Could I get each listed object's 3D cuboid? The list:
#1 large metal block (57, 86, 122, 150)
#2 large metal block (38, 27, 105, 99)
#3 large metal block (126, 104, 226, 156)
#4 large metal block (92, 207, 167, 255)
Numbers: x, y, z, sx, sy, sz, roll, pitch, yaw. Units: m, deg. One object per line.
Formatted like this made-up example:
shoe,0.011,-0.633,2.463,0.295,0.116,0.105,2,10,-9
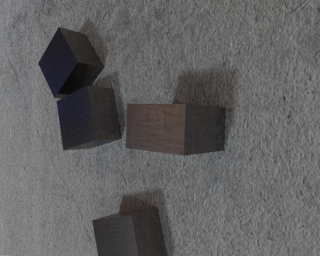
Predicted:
large metal block,-0.111,-0.013,0.480,0.080,0.050,0.080,-17,79,38
large metal block,-0.148,-0.104,0.511,0.080,0.050,0.080,-46,63,30
large metal block,0.019,0.000,0.354,0.080,0.081,0.050,4,93,40
large metal block,-0.041,0.157,0.423,0.080,0.050,0.080,-19,78,38
